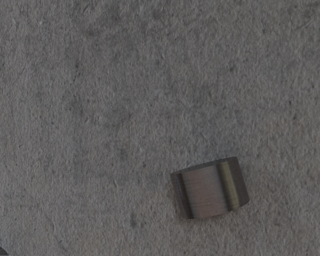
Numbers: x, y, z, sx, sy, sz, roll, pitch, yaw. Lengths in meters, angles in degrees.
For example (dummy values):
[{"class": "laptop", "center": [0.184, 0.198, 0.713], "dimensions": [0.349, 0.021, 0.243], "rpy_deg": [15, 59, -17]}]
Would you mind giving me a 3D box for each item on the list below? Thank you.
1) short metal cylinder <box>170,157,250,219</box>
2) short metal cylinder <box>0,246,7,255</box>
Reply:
[{"class": "short metal cylinder", "center": [0.057, 0.068, 0.359], "dimensions": [0.080, 0.080, 0.050], "rpy_deg": [-17, 85, 19]}, {"class": "short metal cylinder", "center": [-0.289, 0.219, 0.479], "dimensions": [0.080, 0.080, 0.050], "rpy_deg": [26, 99, 18]}]
